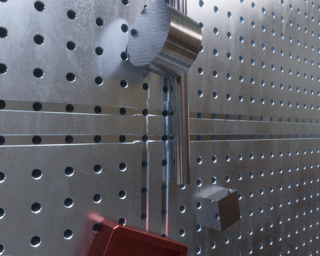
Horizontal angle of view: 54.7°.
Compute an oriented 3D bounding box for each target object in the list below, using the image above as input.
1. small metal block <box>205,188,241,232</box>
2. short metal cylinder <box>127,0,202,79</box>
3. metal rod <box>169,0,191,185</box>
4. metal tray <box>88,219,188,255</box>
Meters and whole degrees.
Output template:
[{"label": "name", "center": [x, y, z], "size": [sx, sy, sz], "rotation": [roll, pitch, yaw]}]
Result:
[{"label": "small metal block", "center": [0.102, 0.130, 0.498], "size": [0.050, 0.025, 0.050], "rotation": [-15, 100, -39]}, {"label": "short metal cylinder", "center": [0.004, -0.106, 0.378], "size": [0.050, 0.080, 0.080], "rotation": [15, 81, -40]}, {"label": "metal rod", "center": [0.027, -0.072, 0.434], "size": [0.025, 0.025, 0.298], "rotation": [-3, 92, -40]}, {"label": "metal tray", "center": [-0.029, 0.175, 0.383], "size": [0.130, 0.030, 0.090], "rotation": [31, 70, -36]}]
